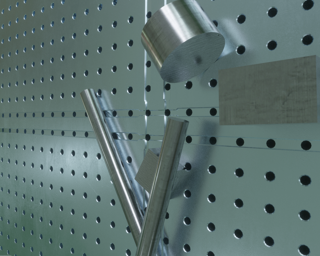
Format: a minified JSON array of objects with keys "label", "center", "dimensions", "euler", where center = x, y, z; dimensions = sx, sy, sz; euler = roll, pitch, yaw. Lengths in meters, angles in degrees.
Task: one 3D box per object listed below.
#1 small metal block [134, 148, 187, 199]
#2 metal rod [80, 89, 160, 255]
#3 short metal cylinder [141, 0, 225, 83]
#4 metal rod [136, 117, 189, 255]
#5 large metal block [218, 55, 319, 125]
[{"label":"small metal block","center":[0.000,0.061,0.408],"dimensions":[0.050,0.025,0.050],"euler":[38,113,33]},{"label":"metal rod","center":[-0.059,0.072,0.455],"dimensions":[0.025,0.025,0.299],"euler":[-37,67,33]},{"label":"short metal cylinder","center":[0.026,-0.096,0.351],"dimensions":[0.080,0.081,0.050],"euler":[-42,65,32]},{"label":"metal rod","center":[-0.012,0.133,0.383],"dimensions":[0.025,0.025,0.298],"euler":[21,103,38]},{"label":"large metal block","center":[0.109,-0.028,0.283],"dimensions":[0.080,0.081,0.050],"euler":[-2,89,39]}]
